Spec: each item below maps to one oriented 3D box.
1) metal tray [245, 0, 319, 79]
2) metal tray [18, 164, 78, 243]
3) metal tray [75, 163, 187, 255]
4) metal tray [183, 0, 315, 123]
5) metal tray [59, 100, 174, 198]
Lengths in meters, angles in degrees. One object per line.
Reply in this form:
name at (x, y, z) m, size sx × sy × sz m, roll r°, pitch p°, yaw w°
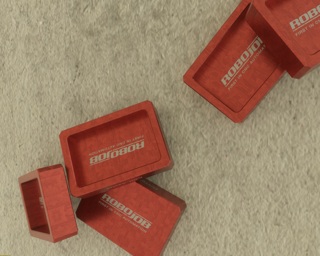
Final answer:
metal tray at (0.168, -0.121, 0.319) m, size 0.131 × 0.030 × 0.090 m, roll -32°, pitch 78°, yaw -8°
metal tray at (-0.157, 0.103, 0.423) m, size 0.130 × 0.030 × 0.090 m, roll -21°, pitch 82°, yaw 54°
metal tray at (-0.041, 0.111, 0.420) m, size 0.130 × 0.030 × 0.090 m, roll 27°, pitch 99°, yaw 17°
metal tray at (0.102, -0.081, 0.370) m, size 0.090 × 0.030 × 0.130 m, roll 41°, pitch 103°, yaw 15°
metal tray at (-0.057, 0.028, 0.400) m, size 0.131 × 0.030 × 0.090 m, roll -19°, pitch 71°, yaw 5°
